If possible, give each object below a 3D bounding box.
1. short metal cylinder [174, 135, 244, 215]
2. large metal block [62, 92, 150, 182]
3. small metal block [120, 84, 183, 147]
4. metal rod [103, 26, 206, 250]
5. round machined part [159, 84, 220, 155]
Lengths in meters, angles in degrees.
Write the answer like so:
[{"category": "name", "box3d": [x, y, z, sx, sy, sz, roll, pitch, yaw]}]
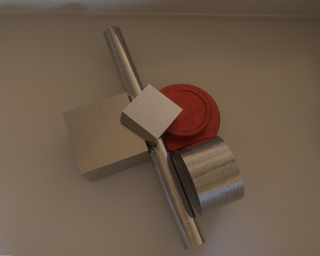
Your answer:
[{"category": "short metal cylinder", "box3d": [0.055, 0.054, 0.360, 0.050, 0.080, 0.080, -20, 72, -7]}, {"category": "large metal block", "box3d": [-0.065, 0.012, 0.387, 0.081, 0.050, 0.080, -19, 71, -7]}, {"category": "small metal block", "box3d": [-0.010, -0.015, 0.362, 0.050, 0.025, 0.050, 38, 63, 5]}, {"category": "metal rod", "box3d": [-0.014, -0.002, 0.386, 0.025, 0.025, 0.299, -20, 71, -7]}, {"category": "round machined part", "box3d": [0.030, -0.015, 0.404, 0.099, 0.042, 0.098, 0, 70, -1]}]
